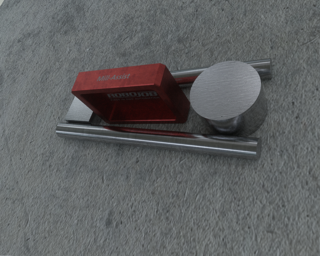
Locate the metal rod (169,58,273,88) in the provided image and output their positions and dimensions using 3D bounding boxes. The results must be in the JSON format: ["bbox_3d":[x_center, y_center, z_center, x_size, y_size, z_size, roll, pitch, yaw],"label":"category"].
[{"bbox_3d":[0.002,-0.068,0.446,0.300,0.025,0.025,-2,61,27],"label":"metal rod"}]

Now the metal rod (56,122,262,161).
[{"bbox_3d":[-0.023,0.013,0.410,0.300,0.025,0.025,4,64,30],"label":"metal rod"}]

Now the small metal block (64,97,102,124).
[{"bbox_3d":[-0.113,-0.027,0.482,0.050,0.025,0.050,5,64,30],"label":"small metal block"}]

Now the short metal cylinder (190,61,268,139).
[{"bbox_3d":[0.082,-0.032,0.365,0.080,0.050,0.080,-13,56,21],"label":"short metal cylinder"}]

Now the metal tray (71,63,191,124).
[{"bbox_3d":[-0.037,-0.040,0.406,0.130,0.090,0.030,0,62,28],"label":"metal tray"}]
